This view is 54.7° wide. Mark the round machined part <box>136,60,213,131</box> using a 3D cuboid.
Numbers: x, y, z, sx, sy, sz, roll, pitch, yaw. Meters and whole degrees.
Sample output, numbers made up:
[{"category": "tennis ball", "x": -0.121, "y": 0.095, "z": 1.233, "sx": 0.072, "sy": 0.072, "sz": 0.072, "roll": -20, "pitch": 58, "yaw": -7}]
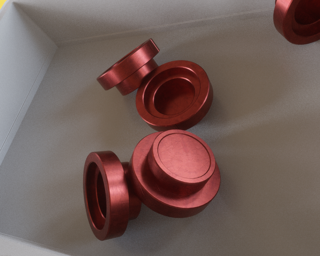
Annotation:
[{"category": "round machined part", "x": 0.021, "y": -0.036, "z": 0.404, "sx": 0.098, "sy": 0.042, "sz": 0.098, "roll": -11, "pitch": 59, "yaw": 19}]

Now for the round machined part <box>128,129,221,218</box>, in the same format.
[{"category": "round machined part", "x": 0.019, "y": 0.040, "z": 0.326, "sx": 0.099, "sy": 0.042, "sz": 0.098, "roll": 12, "pitch": 46, "yaw": -12}]

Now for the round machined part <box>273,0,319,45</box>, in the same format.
[{"category": "round machined part", "x": 0.175, "y": -0.150, "z": 0.359, "sx": 0.098, "sy": 0.098, "sz": 0.042, "roll": -31, "pitch": 52, "yaw": 8}]

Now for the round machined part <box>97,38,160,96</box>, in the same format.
[{"category": "round machined part", "x": -0.039, "y": -0.083, "z": 0.447, "sx": 0.098, "sy": 0.042, "sz": 0.098, "roll": -33, "pitch": 17, "yaw": 12}]

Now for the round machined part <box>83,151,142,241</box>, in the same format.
[{"category": "round machined part", "x": -0.054, "y": 0.075, "z": 0.356, "sx": 0.098, "sy": 0.042, "sz": 0.097, "roll": 9, "pitch": 101, "yaw": 60}]
